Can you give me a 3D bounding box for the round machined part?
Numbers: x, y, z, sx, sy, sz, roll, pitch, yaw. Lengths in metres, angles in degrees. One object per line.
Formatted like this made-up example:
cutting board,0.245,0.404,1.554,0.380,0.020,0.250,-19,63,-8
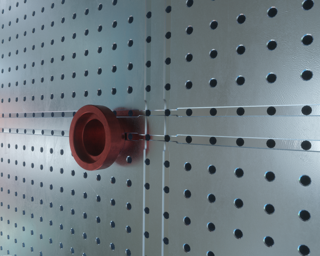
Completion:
round machined part,-0.092,0.014,0.472,0.098,0.042,0.097,0,90,39
